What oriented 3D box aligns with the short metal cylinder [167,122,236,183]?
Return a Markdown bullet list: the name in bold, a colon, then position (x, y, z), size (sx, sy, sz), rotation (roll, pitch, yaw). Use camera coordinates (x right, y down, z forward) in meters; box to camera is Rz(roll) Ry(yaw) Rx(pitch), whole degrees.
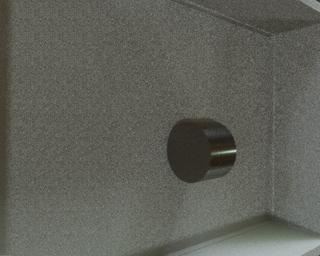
- **short metal cylinder**: position (0.055, 0.031, 0.419), size (0.050, 0.080, 0.079), rotation (-2, 92, -40)
